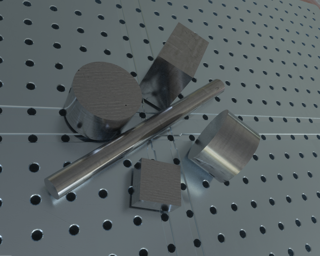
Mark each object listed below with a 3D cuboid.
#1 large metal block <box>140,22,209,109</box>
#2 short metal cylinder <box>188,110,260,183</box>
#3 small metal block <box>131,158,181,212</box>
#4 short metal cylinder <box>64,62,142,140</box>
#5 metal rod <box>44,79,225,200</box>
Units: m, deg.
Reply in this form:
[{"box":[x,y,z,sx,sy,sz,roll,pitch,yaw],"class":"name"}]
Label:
[{"box":[0.016,-0.083,0.428,0.050,0.080,0.080,32,52,-8],"class":"large metal block"},{"box":[0.081,0.023,0.398,0.050,0.080,0.080,38,51,-4],"class":"short metal cylinder"},{"box":[-0.004,0.067,0.361,0.050,0.025,0.050,14,56,-21],"class":"small metal block"},{"box":[-0.068,-0.032,0.370,0.081,0.050,0.080,14,56,-21],"class":"short metal cylinder"},{"box":[-0.008,-0.003,0.401,0.302,0.025,0.025,-32,80,-38],"class":"metal rod"}]
